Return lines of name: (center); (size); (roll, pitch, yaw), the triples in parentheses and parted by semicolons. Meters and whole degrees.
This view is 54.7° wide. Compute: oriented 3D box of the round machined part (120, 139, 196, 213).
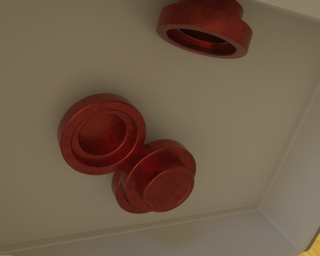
round machined part: (0.003, 0.066, 0.388); (0.099, 0.042, 0.097); (-14, 124, -21)

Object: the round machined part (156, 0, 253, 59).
round machined part: (0.049, -0.110, 0.326); (0.099, 0.098, 0.042); (15, 91, -35)

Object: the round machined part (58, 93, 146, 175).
round machined part: (-0.069, 0.004, 0.363); (0.099, 0.042, 0.097); (-14, 124, -21)

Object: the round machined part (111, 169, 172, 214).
round machined part: (-0.020, 0.068, 0.430); (0.099, 0.042, 0.097); (-14, 125, -21)
